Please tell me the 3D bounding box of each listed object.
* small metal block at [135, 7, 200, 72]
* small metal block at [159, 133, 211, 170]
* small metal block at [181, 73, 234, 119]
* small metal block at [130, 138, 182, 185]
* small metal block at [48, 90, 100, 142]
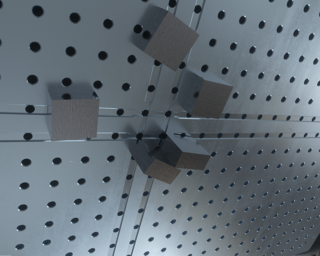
[{"bbox_3d":[0.008,-0.101,0.355,0.050,0.025,0.050,24,105,-37],"label":"small metal block"},{"bbox_3d":[0.035,0.033,0.436,0.050,0.050,0.025,10,113,-33],"label":"small metal block"},{"bbox_3d":[0.064,-0.042,0.422,0.050,0.025,0.050,7,115,-32],"label":"small metal block"},{"bbox_3d":[-0.006,0.045,0.421,0.050,0.050,0.025,30,102,-38],"label":"small metal block"},{"bbox_3d":[-0.098,-0.015,0.350,0.050,0.025,0.050,-5,121,-27],"label":"small metal block"}]
